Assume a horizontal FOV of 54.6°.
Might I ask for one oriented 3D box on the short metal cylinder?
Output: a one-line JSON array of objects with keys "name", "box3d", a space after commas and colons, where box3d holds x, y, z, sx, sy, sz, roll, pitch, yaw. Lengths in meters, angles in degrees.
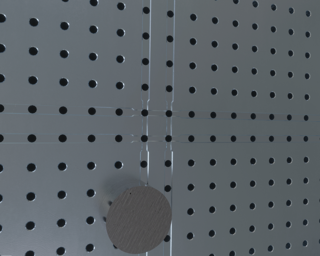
[{"name": "short metal cylinder", "box3d": [-0.032, 0.108, 0.388, 0.081, 0.050, 0.080, 0, 90, -20]}]
